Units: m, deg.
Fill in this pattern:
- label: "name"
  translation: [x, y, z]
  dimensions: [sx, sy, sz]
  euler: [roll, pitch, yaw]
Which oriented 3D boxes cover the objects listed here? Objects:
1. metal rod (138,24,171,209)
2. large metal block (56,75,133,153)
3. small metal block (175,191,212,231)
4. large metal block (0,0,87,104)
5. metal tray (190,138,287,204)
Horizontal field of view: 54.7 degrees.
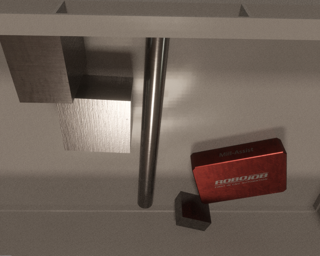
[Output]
- label: "metal rod"
  translation: [-0.013, 0.010, 0.417]
  dimensions: [0.025, 0.025, 0.298]
  euler: [3, 130, -3]
- label: "large metal block"
  translation: [-0.075, -0.017, 0.377]
  dimensions: [0.081, 0.050, 0.079]
  euler: [3, 130, -3]
- label: "small metal block"
  translation: [0.053, 0.137, 0.510]
  dimensions: [0.050, 0.050, 0.025]
  euler: [16, 128, -14]
- label: "large metal block"
  translation: [-0.109, -0.080, 0.303]
  dimensions: [0.050, 0.080, 0.079]
  euler: [1, 130, -1]
- label: "metal tray"
  translation: [0.119, 0.067, 0.465]
  dimensions: [0.131, 0.030, 0.090]
  euler: [-11, 130, 9]
